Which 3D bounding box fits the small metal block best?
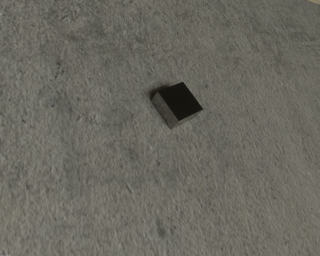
[{"bbox_3d":[0.024,-0.032,0.436,0.050,0.025,0.050,-26,76,-37],"label":"small metal block"}]
